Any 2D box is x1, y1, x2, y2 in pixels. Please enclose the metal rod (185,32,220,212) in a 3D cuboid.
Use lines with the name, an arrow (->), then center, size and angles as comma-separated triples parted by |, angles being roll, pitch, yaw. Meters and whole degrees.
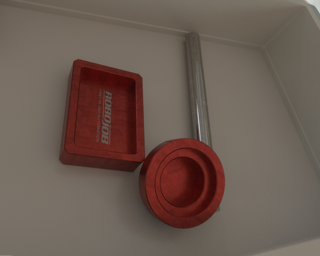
metal rod -> 0.058, -0.028, 0.455 | 0.025, 0.025, 0.299 | 13, 56, -22

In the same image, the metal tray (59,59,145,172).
metal tray -> -0.067, -0.016, 0.377 | 0.091, 0.030, 0.130 | 10, 57, -23

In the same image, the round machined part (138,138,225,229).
round machined part -> 0.022, 0.061, 0.356 | 0.099, 0.042, 0.097 | 2, 84, -23
